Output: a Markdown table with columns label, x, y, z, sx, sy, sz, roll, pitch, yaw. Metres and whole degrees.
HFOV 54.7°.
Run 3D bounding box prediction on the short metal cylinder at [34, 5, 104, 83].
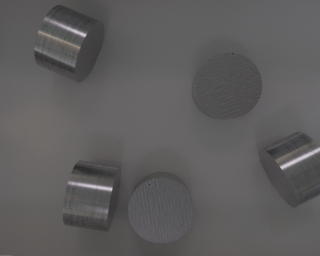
| label | x | y | z | sx | sy | sz | roll | pitch | yaw |
| --- | --- | --- | --- | --- | --- | --- | --- | --- | --- |
| short metal cylinder | -0.110 | -0.103 | 0.383 | 0.050 | 0.080 | 0.080 | 23 | 90 | 0 |

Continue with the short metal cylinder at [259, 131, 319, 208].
| label | x | y | z | sx | sy | sz | roll | pitch | yaw |
| --- | --- | --- | --- | --- | --- | --- | --- | --- | --- |
| short metal cylinder | 0.168 | 0.051 | 0.385 | 0.050 | 0.080 | 0.080 | -27 | 90 | 0 |

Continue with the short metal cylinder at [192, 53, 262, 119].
| label | x | y | z | sx | sy | sz | roll | pitch | yaw |
| --- | --- | --- | --- | --- | --- | --- | --- | --- | --- |
| short metal cylinder | 0.084 | -0.051 | 0.399 | 0.081 | 0.050 | 0.080 | 0 | 90 | 0 |

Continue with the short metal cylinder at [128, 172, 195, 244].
| label | x | y | z | sx | sy | sz | roll | pitch | yaw |
| --- | --- | --- | --- | --- | --- | --- | --- | --- | --- |
| short metal cylinder | 0.002 | 0.100 | 0.399 | 0.081 | 0.050 | 0.080 | 0 | 90 | 0 |

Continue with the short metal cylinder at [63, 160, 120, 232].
| label | x | y | z | sx | sy | sz | roll | pitch | yaw |
| --- | --- | --- | --- | --- | --- | --- | --- | --- | --- |
| short metal cylinder | -0.081 | 0.083 | 0.383 | 0.050 | 0.080 | 0.080 | 9 | 90 | 0 |
